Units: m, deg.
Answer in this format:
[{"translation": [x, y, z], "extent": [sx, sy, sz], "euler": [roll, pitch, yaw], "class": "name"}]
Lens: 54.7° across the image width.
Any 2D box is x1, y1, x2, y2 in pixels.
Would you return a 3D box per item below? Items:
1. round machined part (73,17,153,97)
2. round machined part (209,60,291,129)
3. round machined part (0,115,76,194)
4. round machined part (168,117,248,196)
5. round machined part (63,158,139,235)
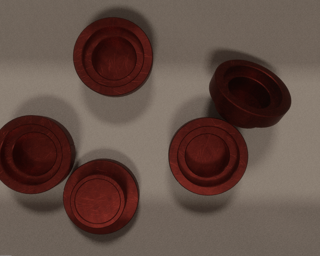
[{"translation": [-0.058, -0.088, 0.402], "extent": [0.099, 0.042, 0.097], "euler": [0, 90, -1], "class": "round machined part"}, {"translation": [0.108, -0.038, 0.388], "extent": [0.099, 0.042, 0.098], "euler": [9, 50, -11], "class": "round machined part"}, {"translation": [-0.158, 0.033, 0.401], "extent": [0.099, 0.042, 0.097], "euler": [0, 90, -1], "class": "round machined part"}, {"translation": [0.060, 0.035, 0.402], "extent": [0.099, 0.042, 0.097], "euler": [0, 92, 0], "class": "round machined part"}, {"translation": [-0.077, 0.090, 0.402], "extent": [0.099, 0.042, 0.097], "euler": [0, 90, -1], "class": "round machined part"}]
